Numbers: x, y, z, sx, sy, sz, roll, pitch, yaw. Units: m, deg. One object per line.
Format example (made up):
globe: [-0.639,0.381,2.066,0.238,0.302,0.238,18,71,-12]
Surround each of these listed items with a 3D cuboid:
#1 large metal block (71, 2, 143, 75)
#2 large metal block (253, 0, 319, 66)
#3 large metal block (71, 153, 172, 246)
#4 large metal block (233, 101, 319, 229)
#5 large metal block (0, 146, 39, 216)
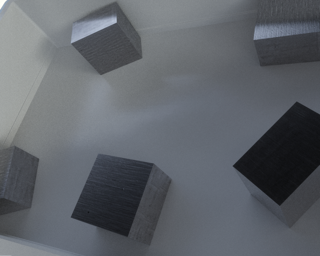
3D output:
large metal block: [-0.084,-0.142,0.502,0.080,0.080,0.050,-18,55,17]
large metal block: [0.165,-0.127,0.381,0.080,0.050,0.080,0,62,28]
large metal block: [-0.043,0.081,0.362,0.080,0.050,0.080,6,65,31]
large metal block: [0.122,0.037,0.284,0.080,0.080,0.050,-45,51,-3]
large metal block: [-0.237,0.082,0.464,0.080,0.050,0.080,-17,55,18]
